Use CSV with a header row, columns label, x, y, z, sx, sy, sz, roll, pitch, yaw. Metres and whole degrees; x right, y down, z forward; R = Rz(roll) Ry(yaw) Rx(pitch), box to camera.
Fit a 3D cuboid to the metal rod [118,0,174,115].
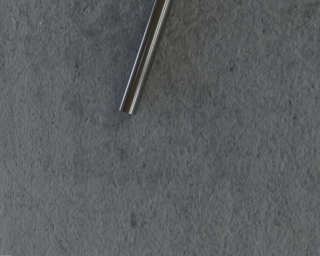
label,x,y,z,sx,sy,sz,roll,pitch,yaw
metal rod,0.004,-0.162,0.406,0.025,0.025,0.298,21,97,18
